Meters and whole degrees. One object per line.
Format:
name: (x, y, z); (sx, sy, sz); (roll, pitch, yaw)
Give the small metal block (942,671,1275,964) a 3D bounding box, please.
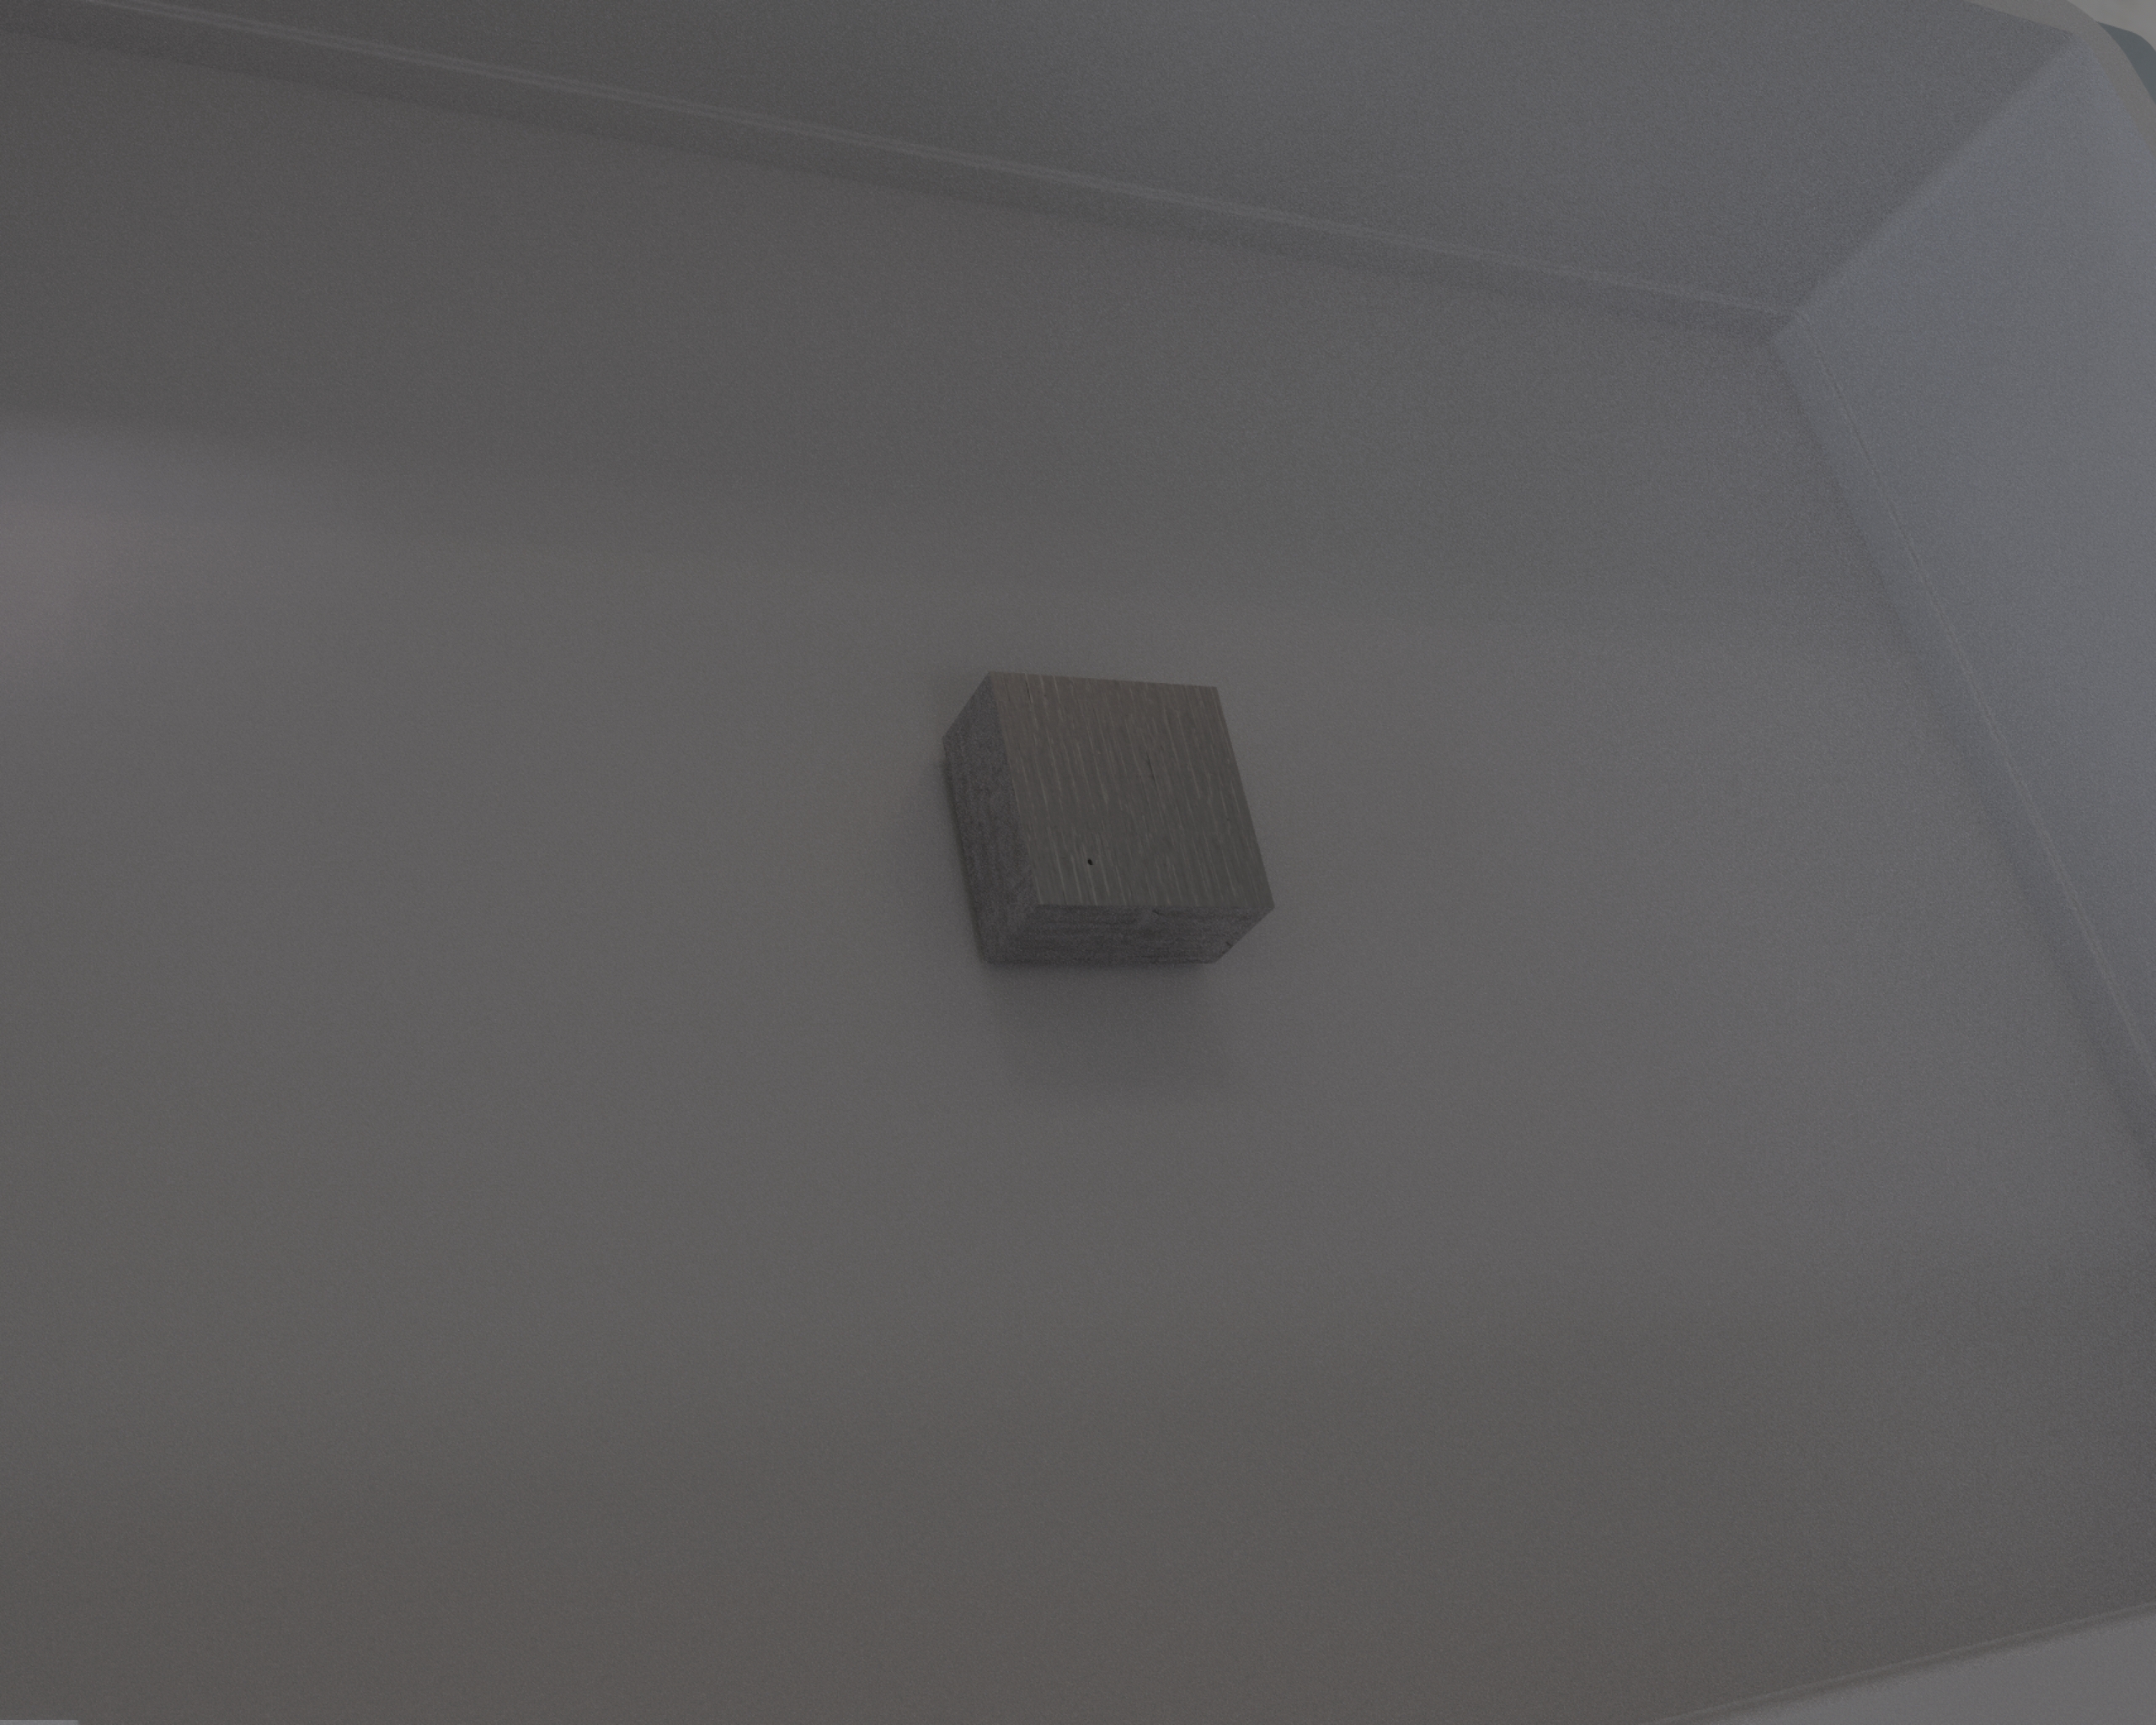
small metal block: (0.005, -0.008, 0.408); (0.050, 0.025, 0.050); (1, 61, -27)
